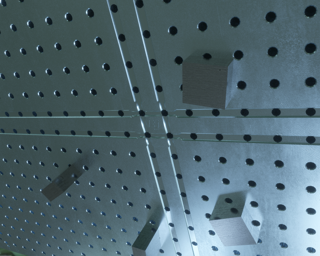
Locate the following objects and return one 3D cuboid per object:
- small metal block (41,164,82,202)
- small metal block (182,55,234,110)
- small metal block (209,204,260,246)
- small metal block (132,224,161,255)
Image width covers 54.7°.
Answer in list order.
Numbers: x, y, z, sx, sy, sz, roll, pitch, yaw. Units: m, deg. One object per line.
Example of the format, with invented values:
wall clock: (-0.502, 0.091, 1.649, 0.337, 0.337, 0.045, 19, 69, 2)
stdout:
small metal block: (-0.173, 0.096, 0.543, 0.025, 0.050, 0.050, 49, 128, -7)
small metal block: (0.053, -0.052, 0.350, 0.050, 0.025, 0.050, 11, 123, 22)
small metal block: (0.106, 0.139, 0.441, 0.050, 0.025, 0.050, -20, 108, 35)
small metal block: (-0.022, 0.204, 0.531, 0.025, 0.050, 0.050, 8, 122, 24)
